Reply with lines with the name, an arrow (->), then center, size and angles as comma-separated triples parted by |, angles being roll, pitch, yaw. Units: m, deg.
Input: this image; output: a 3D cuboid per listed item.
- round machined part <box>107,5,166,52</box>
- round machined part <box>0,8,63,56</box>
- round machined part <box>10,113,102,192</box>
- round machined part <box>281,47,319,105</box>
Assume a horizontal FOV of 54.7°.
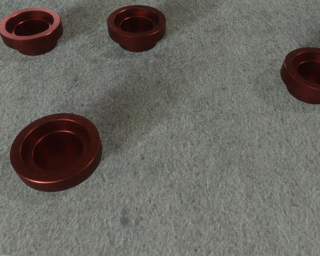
round machined part -> -0.039, -0.167, 0.532 | 0.099, 0.042, 0.098 | 0, 50, 0
round machined part -> -0.213, -0.159, 0.523 | 0.099, 0.042, 0.098 | 0, 50, 0
round machined part -> -0.117, 0.032, 0.364 | 0.099, 0.042, 0.098 | 0, 50, 0
round machined part -> 0.228, -0.073, 0.456 | 0.099, 0.042, 0.098 | 0, 50, 0
